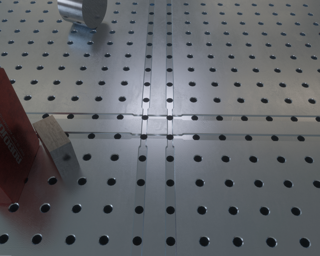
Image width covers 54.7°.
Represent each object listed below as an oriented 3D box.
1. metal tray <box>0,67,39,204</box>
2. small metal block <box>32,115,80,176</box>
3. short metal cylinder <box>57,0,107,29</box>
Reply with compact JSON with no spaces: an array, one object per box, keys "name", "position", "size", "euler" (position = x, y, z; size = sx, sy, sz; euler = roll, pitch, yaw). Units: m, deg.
[{"name":"metal tray","position":[-0.174,0.011,0.328],"size":[0.030,0.129,0.090],"euler":[3,50,2]},{"name":"small metal block","position":[-0.125,0.021,0.373],"size":[0.025,0.050,0.050],"euler":[-29,56,-22]},{"name":"short metal cylinder","position":[-0.139,-0.227,0.562],"size":[0.050,0.080,0.080],"euler":[20,53,15]}]
